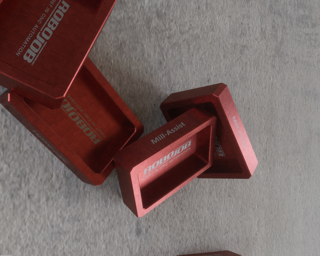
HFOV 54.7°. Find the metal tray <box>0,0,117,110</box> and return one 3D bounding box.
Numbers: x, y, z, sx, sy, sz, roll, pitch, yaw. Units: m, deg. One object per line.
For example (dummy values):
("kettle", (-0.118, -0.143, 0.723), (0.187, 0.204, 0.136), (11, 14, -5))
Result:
("metal tray", (-0.106, -0.093, 0.284), (0.090, 0.030, 0.130), (27, 65, -15))

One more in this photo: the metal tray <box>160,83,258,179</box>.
("metal tray", (0.066, 0.010, 0.417), (0.030, 0.090, 0.130), (-48, 120, -42))

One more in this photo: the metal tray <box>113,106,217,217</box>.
("metal tray", (0.012, 0.039, 0.377), (0.131, 0.030, 0.089), (-30, 137, -28))

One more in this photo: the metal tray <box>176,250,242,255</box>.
("metal tray", (0.071, 0.238, 0.465), (0.131, 0.030, 0.090), (14, 81, -39))

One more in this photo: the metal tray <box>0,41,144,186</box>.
("metal tray", (-0.085, -0.013, 0.331), (0.090, 0.030, 0.130), (-53, 121, -27))
